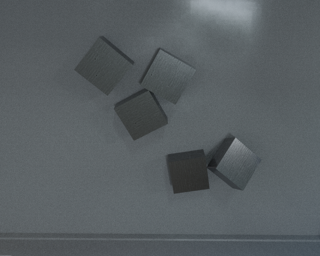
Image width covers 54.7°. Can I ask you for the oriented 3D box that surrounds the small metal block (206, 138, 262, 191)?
[{"bbox_3d":[0.100,0.048,0.418,0.050,0.025,0.050,39,75,-13],"label":"small metal block"}]

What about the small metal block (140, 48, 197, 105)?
[{"bbox_3d":[0.010,-0.065,0.387,0.050,0.025,0.050,28,108,-10],"label":"small metal block"}]

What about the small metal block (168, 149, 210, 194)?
[{"bbox_3d":[0.040,0.061,0.434,0.050,0.025,0.050,-9,110,3],"label":"small metal block"}]

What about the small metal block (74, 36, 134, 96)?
[{"bbox_3d":[-0.068,-0.077,0.382,0.050,0.025,0.050,39,105,-13],"label":"small metal block"}]

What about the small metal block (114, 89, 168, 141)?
[{"bbox_3d":[-0.024,-0.019,0.404,0.050,0.025,0.050,-27,108,9],"label":"small metal block"}]
